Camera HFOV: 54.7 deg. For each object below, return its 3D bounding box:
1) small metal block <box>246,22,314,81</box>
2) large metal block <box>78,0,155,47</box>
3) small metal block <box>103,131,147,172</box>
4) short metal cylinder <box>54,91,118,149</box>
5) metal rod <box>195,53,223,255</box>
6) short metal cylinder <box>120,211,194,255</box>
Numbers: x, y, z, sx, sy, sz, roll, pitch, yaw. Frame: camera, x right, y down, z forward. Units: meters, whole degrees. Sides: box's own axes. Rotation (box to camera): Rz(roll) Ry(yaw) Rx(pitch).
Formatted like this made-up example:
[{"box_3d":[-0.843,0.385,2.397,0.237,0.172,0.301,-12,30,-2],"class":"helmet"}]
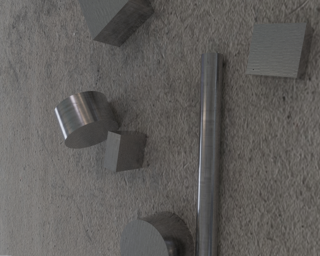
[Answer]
[{"box_3d":[0.118,-0.075,0.307,0.050,0.025,0.050,13,98,39],"class":"small metal block"},{"box_3d":[-0.065,-0.177,0.442,0.080,0.050,0.080,-34,69,35],"class":"large metal block"},{"box_3d":[-0.047,0.031,0.428,0.025,0.050,0.050,15,100,39],"class":"small metal block"},{"box_3d":[-0.109,-0.011,0.459,0.080,0.081,0.050,-40,66,33],"class":"short metal cylinder"},{"box_3d":[0.056,0.065,0.358,0.025,0.025,0.298,3,92,40],"class":"metal rod"},{"box_3d":[-0.004,0.151,0.392,0.080,0.050,0.080,0,90,40],"class":"short metal cylinder"}]
